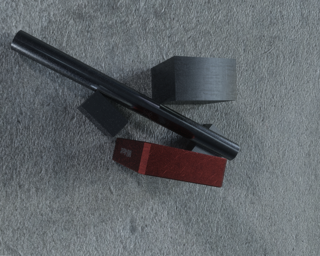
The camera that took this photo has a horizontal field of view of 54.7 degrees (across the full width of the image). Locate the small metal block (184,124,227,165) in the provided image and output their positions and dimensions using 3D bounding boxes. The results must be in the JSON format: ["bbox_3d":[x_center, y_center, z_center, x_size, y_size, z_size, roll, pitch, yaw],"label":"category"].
[{"bbox_3d":[0.071,0.029,0.438,0.050,0.025,0.050,43,76,-15],"label":"small metal block"}]

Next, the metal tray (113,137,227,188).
[{"bbox_3d":[0.004,0.036,0.357,0.091,0.130,0.030,13,86,-20],"label":"metal tray"}]

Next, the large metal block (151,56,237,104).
[{"bbox_3d":[0.041,-0.057,0.396,0.081,0.080,0.050,-2,91,-20],"label":"large metal block"}]

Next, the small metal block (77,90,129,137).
[{"bbox_3d":[-0.070,-0.016,0.371,0.050,0.050,0.025,46,76,-15],"label":"small metal block"}]

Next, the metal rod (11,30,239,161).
[{"bbox_3d":[-0.031,-0.034,0.385,0.301,0.025,0.025,27,81,-13],"label":"metal rod"}]
